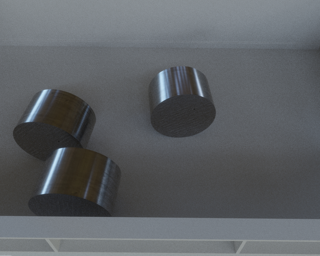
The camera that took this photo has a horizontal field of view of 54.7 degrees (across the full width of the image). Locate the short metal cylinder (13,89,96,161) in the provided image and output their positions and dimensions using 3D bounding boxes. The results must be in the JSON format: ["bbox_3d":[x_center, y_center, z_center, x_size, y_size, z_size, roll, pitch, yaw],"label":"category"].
[{"bbox_3d":[-0.122,0.000,0.367,0.080,0.080,0.050,6,51,5],"label":"short metal cylinder"}]

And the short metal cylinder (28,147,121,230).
[{"bbox_3d":[-0.084,0.063,0.315,0.080,0.080,0.050,5,50,3],"label":"short metal cylinder"}]

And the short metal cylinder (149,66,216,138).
[{"bbox_3d":[0.027,-0.032,0.396,0.081,0.080,0.050,-3,50,-3],"label":"short metal cylinder"}]
